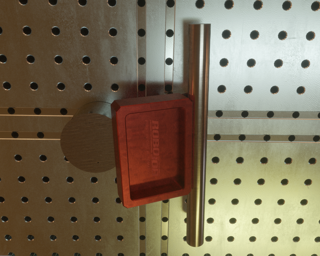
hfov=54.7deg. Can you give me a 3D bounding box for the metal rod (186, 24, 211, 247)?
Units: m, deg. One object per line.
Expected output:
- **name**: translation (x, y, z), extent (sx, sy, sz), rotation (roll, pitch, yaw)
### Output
- **metal rod**: translation (0.047, 0.024, 0.396), extent (0.025, 0.025, 0.298), rotation (-1, 110, 0)

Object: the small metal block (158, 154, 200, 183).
- **small metal block**: translation (0.021, 0.059, 0.434), extent (0.050, 0.025, 0.050), rotation (37, 106, -13)

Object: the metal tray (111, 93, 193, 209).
- **metal tray**: translation (-0.008, 0.027, 0.378), extent (0.091, 0.030, 0.129), rotation (-9, 112, -18)

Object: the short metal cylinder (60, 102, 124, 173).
- **short metal cylinder**: translation (-0.081, 0.011, 0.402), extent (0.081, 0.050, 0.079), rotation (0, 110, -1)

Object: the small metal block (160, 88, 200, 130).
- **small metal block**: translation (0.031, -0.024, 0.405), extent (0.050, 0.025, 0.050), rotation (-14, 110, 4)
